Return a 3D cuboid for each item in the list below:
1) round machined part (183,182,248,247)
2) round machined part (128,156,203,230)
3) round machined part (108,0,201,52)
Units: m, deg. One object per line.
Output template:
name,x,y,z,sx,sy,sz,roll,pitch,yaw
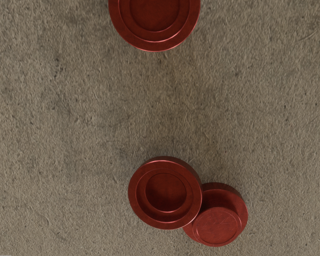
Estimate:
round machined part,0.080,0.132,0.450,0.099,0.042,0.097,0,110,0
round machined part,0.009,0.085,0.424,0.098,0.042,0.097,2,102,11
round machined part,-0.006,-0.138,0.350,0.099,0.042,0.097,0,110,0
